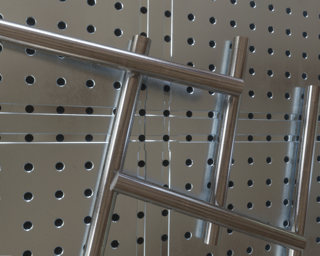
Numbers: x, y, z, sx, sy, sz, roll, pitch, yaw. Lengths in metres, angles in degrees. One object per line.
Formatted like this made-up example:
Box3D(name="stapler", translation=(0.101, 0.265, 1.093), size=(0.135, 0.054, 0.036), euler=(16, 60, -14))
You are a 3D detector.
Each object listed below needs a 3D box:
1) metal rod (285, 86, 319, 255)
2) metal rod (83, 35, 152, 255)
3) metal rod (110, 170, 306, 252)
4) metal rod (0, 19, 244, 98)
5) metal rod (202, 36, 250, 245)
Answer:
Box3D(name="metal rod", translation=(0.231, 0.081, 0.500), size=(0.025, 0.025, 0.298), euler=(9, 87, -20))
Box3D(name="metal rod", translation=(-0.055, 0.029, 0.393), size=(0.025, 0.025, 0.298), euler=(14, 85, -20))
Box3D(name="metal rod", translation=(0.078, 0.117, 0.415), size=(0.302, 0.025, 0.025), euler=(23, 82, -19))
Box3D(name="metal rod", translation=(-0.043, -0.081, 0.372), size=(0.302, 0.025, 0.025), euler=(12, 86, -11))
Box3D(name="metal rod", translation=(0.097, 0.016, 0.449), size=(0.025, 0.025, 0.298), euler=(11, 86, -20))
